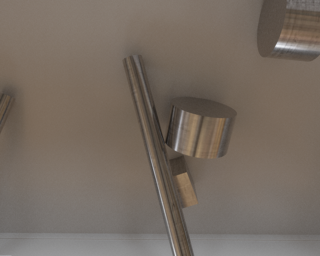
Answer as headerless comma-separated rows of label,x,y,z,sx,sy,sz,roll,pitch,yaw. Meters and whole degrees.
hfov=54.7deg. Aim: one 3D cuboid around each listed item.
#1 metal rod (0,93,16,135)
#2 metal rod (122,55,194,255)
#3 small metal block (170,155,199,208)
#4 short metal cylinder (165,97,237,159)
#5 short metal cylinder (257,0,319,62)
metal rod,-0.248,0.097,0.374,0.025,0.025,0.299,21,82,-8
metal rod,0.004,0.059,0.376,0.025,0.025,0.298,-15,88,5
small metal block,0.031,0.073,0.426,0.025,0.050,0.050,-19,109,6
short metal cylinder,0.049,-0.003,0.382,0.081,0.080,0.050,8,110,-4
short metal cylinder,0.146,-0.116,0.341,0.050,0.080,0.079,5,110,-2
